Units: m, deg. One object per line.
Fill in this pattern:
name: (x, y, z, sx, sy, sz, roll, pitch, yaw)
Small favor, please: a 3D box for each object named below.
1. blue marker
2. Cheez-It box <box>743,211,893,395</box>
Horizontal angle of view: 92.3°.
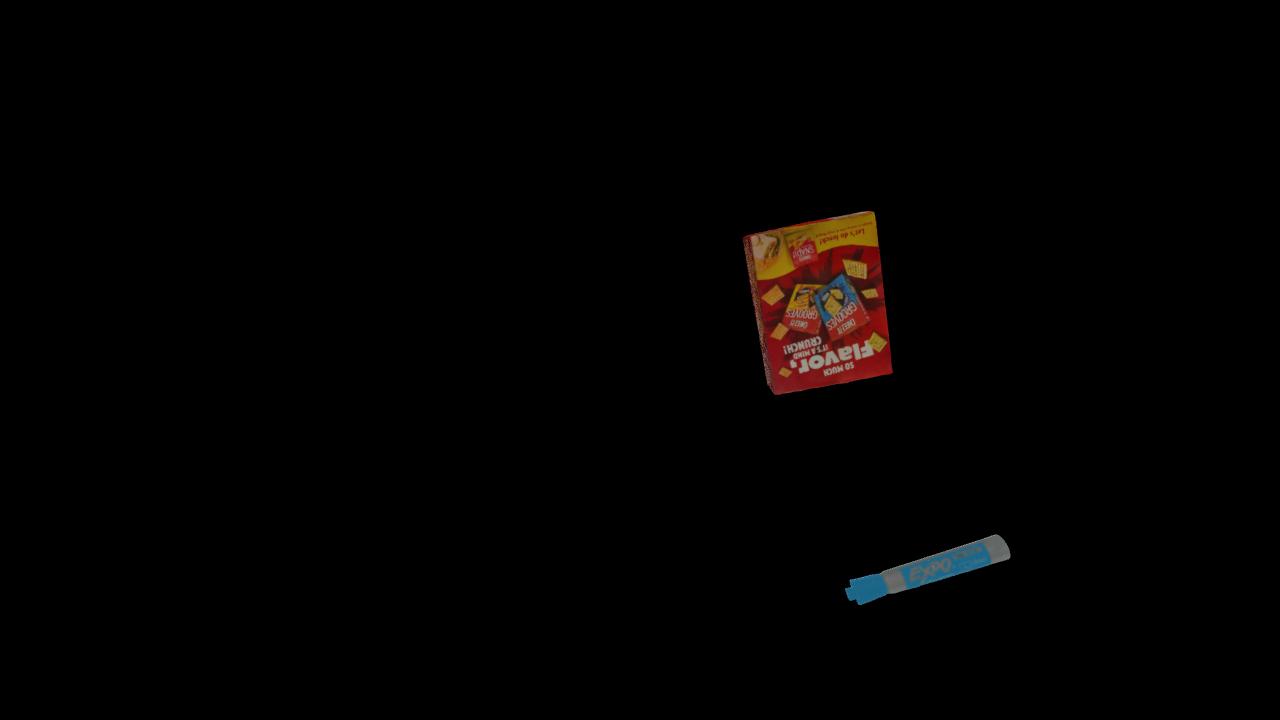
blue marker: (0.213, 0.157, 0.459, 0.121, 0.020, 0.020, -18, -1, 2)
Cheez-It box: (0.243, -0.077, 0.842, 0.166, 0.223, 0.071, -11, 10, 4)
